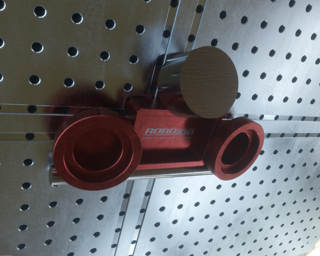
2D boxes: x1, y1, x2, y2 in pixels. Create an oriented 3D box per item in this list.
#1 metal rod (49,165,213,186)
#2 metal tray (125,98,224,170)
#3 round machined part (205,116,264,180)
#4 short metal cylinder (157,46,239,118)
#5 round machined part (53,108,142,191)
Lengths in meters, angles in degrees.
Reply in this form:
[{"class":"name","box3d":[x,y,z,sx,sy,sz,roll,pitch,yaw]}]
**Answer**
[{"class":"metal rod","box3d":[0.001,0.059,0.444,0.303,0.025,0.025,1,118,-29]},{"class":"metal tray","box3d":[0.014,0.009,0.416,0.131,0.030,0.089,0,119,-29]},{"class":"round machined part","box3d":[0.105,0.026,0.463,0.099,0.042,0.097,-19,127,-27]},{"class":"short metal cylinder","box3d":[0.044,-0.051,0.364,0.081,0.050,0.079,-1,93,-29]},{"class":"round machined part","box3d":[-0.074,0.022,0.362,0.099,0.042,0.097,-8,118,-16]}]
